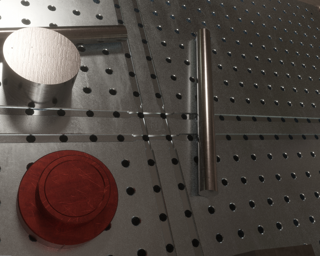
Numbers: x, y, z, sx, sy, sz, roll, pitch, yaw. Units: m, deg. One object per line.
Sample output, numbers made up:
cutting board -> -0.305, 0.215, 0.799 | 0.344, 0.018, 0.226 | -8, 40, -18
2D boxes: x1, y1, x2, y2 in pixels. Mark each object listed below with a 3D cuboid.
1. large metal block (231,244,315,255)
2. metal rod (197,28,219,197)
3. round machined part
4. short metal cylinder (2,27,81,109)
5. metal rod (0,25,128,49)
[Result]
large metal block -> 0.114, 0.163, 0.337 | 0.081, 0.080, 0.050 | 6, 59, -26
metal rod -> 0.069, -0.043, 0.473 | 0.025, 0.025, 0.300 | 17, 55, -19
round machined part -> -0.089, 0.066, 0.310 | 0.099, 0.042, 0.098 | 14, 56, -21
short metal cylinder -> -0.138, -0.069, 0.361 | 0.081, 0.050, 0.080 | 14, 56, -21
metal rod -> -0.176, -0.111, 0.380 | 0.303, 0.025, 0.025 | -15, 70, -34
